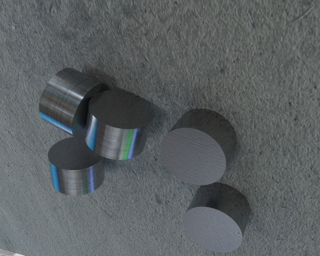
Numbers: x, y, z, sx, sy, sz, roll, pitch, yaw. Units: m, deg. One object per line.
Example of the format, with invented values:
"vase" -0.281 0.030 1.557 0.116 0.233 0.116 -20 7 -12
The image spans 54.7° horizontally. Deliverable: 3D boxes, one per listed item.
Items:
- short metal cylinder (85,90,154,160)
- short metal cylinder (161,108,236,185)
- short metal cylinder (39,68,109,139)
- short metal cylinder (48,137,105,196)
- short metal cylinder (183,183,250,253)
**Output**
"short metal cylinder" -0.053 -0.005 0.396 0.080 0.080 0.050 26 128 12
"short metal cylinder" 0.048 0.023 0.380 0.080 0.050 0.079 13 124 21
"short metal cylinder" -0.110 -0.033 0.409 0.050 0.080 0.079 27 128 13
"short metal cylinder" -0.126 0.056 0.473 0.080 0.080 0.050 18 125 18
"short metal cylinder" 0.078 0.122 0.425 0.080 0.050 0.079 13 124 21
